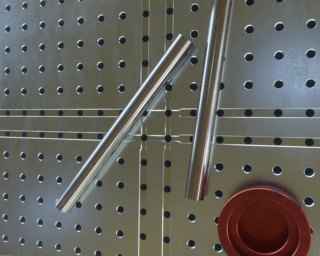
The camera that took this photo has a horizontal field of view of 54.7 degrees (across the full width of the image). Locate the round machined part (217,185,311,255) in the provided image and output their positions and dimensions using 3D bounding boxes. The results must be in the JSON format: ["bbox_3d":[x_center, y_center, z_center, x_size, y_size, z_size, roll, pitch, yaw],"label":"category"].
[{"bbox_3d":[0.120,0.115,0.361,0.098,0.042,0.097,0,90,19],"label":"round machined part"}]

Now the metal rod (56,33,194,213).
[{"bbox_3d":[-0.055,0.001,0.430,0.025,0.025,0.299,41,102,15],"label":"metal rod"}]

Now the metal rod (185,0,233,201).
[{"bbox_3d":[0.064,-0.058,0.389,0.025,0.025,0.298,9,93,19],"label":"metal rod"}]
